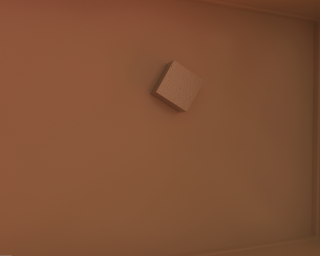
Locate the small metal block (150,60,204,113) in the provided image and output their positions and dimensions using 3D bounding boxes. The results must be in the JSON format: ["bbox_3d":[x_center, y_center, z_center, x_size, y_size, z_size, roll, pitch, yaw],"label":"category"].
[{"bbox_3d":[0.023,-0.055,0.420,0.050,0.025,0.050,31,80,-18],"label":"small metal block"}]
